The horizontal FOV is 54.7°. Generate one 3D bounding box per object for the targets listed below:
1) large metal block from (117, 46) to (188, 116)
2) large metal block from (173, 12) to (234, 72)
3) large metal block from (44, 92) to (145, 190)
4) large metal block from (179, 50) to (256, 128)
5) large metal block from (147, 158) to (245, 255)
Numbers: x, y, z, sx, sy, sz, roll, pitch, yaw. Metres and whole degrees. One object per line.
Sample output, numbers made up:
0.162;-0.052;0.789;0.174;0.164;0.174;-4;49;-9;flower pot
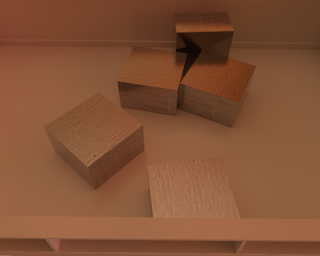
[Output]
-0.008;-0.069;0.447;0.080;0.050;0.080;10;51;7;large metal block
0.062;-0.128;0.478;0.081;0.080;0.050;-2;50;-3;large metal block
-0.077;0.013;0.377;0.080;0.050;0.080;36;58;26;large metal block
0.080;-0.057;0.438;0.080;0.050;0.080;21;53;16;large metal block
0.031;0.081;0.321;0.081;0.050;0.080;-5;50;-5;large metal block
